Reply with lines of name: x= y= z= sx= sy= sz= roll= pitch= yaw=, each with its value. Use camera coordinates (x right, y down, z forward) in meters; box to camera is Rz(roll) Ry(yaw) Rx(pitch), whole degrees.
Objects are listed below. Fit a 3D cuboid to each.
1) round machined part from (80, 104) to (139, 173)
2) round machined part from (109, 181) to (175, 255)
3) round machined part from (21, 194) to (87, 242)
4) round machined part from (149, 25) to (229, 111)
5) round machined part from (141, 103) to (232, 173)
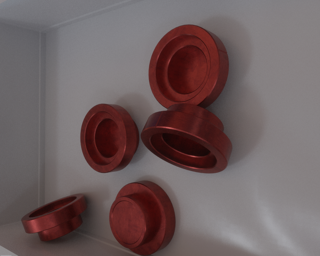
round machined part: x=-0.069 y=0.014 z=0.450 sx=0.098 sy=0.042 sz=0.097 roll=0 pitch=90 yaw=39
round machined part: x=-0.031 y=0.123 z=0.419 sx=0.098 sy=0.042 sz=0.097 roll=0 pitch=90 yaw=39
round machined part: x=-0.163 y=0.144 z=0.493 sx=0.098 sy=0.099 sz=0.042 roll=-16 pitch=94 yaw=38
round machined part: x=0.037 y=-0.067 z=0.363 sx=0.098 sy=0.042 sz=0.097 roll=-1 pitch=88 yaw=40
round machined part: x=0.032 y=0.009 z=0.343 sx=0.098 sy=0.098 sz=0.042 roll=1 pitch=56 yaw=39
